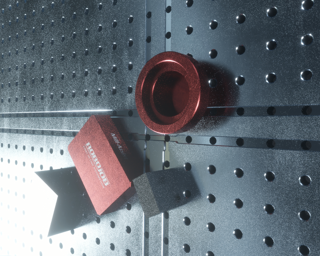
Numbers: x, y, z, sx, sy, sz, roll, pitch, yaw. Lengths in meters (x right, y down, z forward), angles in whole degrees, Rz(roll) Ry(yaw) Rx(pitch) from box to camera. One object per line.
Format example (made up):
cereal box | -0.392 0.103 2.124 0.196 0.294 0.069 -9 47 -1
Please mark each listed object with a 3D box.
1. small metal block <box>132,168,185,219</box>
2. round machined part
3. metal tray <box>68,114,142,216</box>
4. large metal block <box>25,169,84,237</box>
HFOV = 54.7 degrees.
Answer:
small metal block | -0.001 0.082 0.392 0.025 0.050 0.050 -33 70 35
round machined part | 0.019 -0.042 0.381 0.098 0.042 0.097 0 90 39
metal tray | -0.086 0.054 0.475 0.090 0.030 0.130 -46 63 29
large metal block | -0.187 0.128 0.544 0.080 0.050 0.079 29 108 36
